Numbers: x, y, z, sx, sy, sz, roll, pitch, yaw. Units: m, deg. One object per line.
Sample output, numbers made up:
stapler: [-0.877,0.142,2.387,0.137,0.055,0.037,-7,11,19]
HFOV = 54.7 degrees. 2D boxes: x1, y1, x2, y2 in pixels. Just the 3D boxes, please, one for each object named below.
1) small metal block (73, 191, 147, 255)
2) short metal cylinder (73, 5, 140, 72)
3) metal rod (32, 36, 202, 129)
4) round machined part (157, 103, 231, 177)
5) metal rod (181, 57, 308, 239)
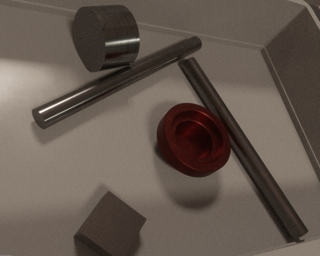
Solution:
small metal block: [-0.050,0.102,0.317,0.050,0.025,0.050,38,51,-3]
short metal cylinder: [-0.071,-0.118,0.405,0.050,0.080,0.080,-20,73,-36]
metal rod: [-0.036,-0.077,0.434,0.302,0.025,0.025,-35,82,-39]
round machined part: [0.040,0.019,0.407,0.099,0.042,0.098,14,56,-21]
metal rod: [0.118,0.020,0.458,0.025,0.025,0.299,-20,72,-36]
